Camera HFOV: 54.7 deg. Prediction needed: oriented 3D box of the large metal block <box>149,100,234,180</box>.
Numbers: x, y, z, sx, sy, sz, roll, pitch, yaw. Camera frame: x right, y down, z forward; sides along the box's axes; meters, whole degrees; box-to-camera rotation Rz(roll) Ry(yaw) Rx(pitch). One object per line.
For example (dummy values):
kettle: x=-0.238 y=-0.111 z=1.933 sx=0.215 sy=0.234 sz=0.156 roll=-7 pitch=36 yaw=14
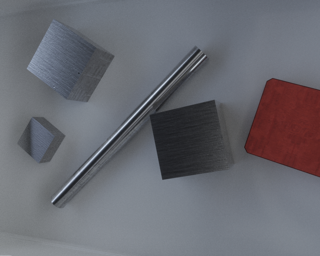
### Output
large metal block: x=0.041 y=0.015 z=0.382 sx=0.080 sy=0.050 sz=0.080 roll=-12 pitch=86 yaw=19

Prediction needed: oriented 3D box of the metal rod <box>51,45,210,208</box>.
metal rod: x=-0.049 y=0.007 z=0.426 sx=0.299 sy=0.025 sz=0.025 roll=-45 pitch=77 yaw=14

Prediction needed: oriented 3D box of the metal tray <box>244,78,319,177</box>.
metal tray: x=0.172 y=0.005 z=0.347 sx=0.130 sy=0.030 sz=0.089 roll=19 pitch=96 yaw=18

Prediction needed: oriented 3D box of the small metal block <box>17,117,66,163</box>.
small metal block: x=-0.181 y=0.018 z=0.473 sx=0.050 sy=0.025 sz=0.050 roll=37 pitch=101 yaw=16

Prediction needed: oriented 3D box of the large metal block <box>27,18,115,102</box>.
large metal block: x=-0.126 y=-0.093 z=0.440 sx=0.080 sy=0.050 sz=0.080 roll=36 pitch=101 yaw=16
